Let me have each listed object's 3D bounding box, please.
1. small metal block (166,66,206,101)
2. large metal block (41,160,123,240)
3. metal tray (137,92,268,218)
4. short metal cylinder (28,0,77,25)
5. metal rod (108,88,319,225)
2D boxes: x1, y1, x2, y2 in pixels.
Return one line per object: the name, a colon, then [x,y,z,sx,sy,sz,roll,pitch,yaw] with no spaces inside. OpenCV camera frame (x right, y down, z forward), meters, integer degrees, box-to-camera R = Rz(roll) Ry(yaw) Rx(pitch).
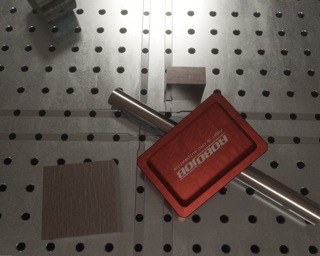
small metal block: [0.034,-0.059,0.421,0.050,0.050,0.025,1,70,0]
large metal block: [-0.089,0.086,0.366,0.081,0.050,0.080,-5,70,-3]
metal tray: [0.049,0.032,0.374,0.130,0.030,0.090,-41,81,3]
short metal cylinder: [-0.168,-0.200,0.454,0.050,0.080,0.080,-38,75,-13]
metal rod: [0.064,0.031,0.401,0.301,0.025,0.025,30,73,10]
